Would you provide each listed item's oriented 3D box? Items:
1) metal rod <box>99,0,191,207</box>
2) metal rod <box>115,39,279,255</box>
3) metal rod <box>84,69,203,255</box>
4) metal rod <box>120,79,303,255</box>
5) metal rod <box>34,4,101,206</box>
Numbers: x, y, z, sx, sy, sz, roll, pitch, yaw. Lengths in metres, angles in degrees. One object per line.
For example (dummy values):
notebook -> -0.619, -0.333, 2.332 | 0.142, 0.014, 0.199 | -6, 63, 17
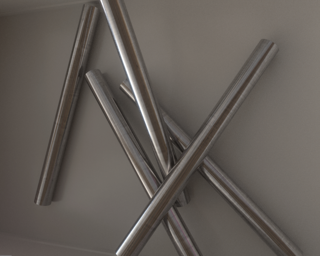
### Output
metal rod -> -0.019, -0.040, 0.359 | 0.025, 0.025, 0.298 | -13, 108, 19
metal rod -> 0.044, 0.026, 0.362 | 0.025, 0.025, 0.299 | 34, 88, 16
metal rod -> -0.024, 0.047, 0.401 | 0.025, 0.025, 0.299 | -35, 73, 16
metal rod -> 0.054, 0.044, 0.390 | 0.300, 0.025, 0.025 | 47, 104, 13
metal rod -> -0.138, -0.030, 0.457 | 0.025, 0.025, 0.298 | 18, 96, 19
